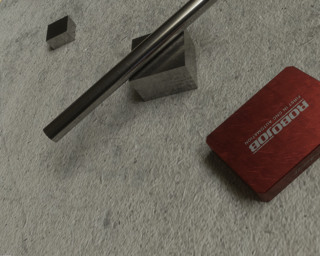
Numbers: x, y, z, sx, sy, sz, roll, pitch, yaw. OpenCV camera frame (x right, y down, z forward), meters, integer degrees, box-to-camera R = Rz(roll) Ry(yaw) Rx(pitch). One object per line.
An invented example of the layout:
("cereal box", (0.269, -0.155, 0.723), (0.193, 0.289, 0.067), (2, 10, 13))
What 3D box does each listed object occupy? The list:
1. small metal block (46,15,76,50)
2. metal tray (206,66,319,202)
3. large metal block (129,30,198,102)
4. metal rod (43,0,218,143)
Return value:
("small metal block", (-0.199, -0.192, 0.623), (0.050, 0.025, 0.050), (-20, 54, 16))
("metal tray", (0.127, 0.003, 0.332), (0.130, 0.030, 0.090), (-41, 51, -1))
("large metal block", (0.006, -0.092, 0.440), (0.080, 0.050, 0.080), (-12, 57, 21))
("metal rod", (-0.032, -0.090, 0.410), (0.300, 0.025, 0.025), (-42, 51, -1))
